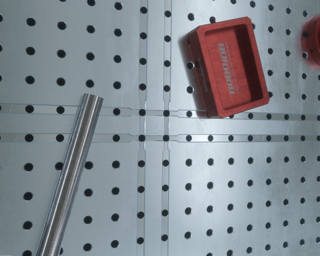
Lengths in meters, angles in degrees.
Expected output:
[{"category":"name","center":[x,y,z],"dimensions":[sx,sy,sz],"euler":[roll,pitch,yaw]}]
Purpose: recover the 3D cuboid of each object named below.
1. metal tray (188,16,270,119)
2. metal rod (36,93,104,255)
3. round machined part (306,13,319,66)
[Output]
[{"category":"metal tray","center":[0.101,-0.086,0.448],"dimensions":[0.091,0.030,0.129],"euler":[-17,96,-20]},{"category":"metal rod","center":[-0.120,0.105,0.368],"dimensions":[0.025,0.025,0.299],"euler":[17,84,-20]},{"category":"round machined part","center":[0.298,-0.151,0.516],"dimensions":[0.099,0.042,0.097],"euler":[0,90,-21]}]
